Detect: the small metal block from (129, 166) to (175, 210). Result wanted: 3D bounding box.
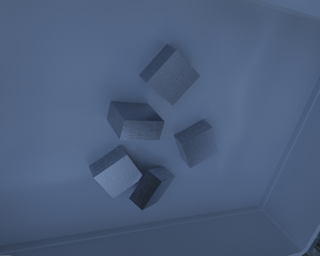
[{"bbox_3d":[-0.010,0.084,0.440,0.050,0.025,0.050,-57,160,13],"label":"small metal block"}]

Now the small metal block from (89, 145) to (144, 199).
[{"bbox_3d":[-0.057,0.059,0.413,0.050,0.025,0.050,-35,129,-5],"label":"small metal block"}]

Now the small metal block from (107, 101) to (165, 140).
[{"bbox_3d":[-0.030,-0.009,0.370,0.050,0.050,0.025,2,118,-29],"label":"small metal block"}]

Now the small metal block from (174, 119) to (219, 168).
[{"bbox_3d":[0.054,0.023,0.452,0.050,0.025,0.050,-29,128,-10],"label":"small metal block"}]

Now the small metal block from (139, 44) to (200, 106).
[{"bbox_3d":[0.012,-0.064,0.376,0.050,0.025,0.050,-47,129,5],"label":"small metal block"}]
